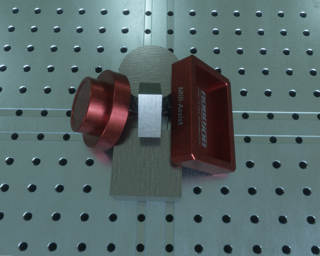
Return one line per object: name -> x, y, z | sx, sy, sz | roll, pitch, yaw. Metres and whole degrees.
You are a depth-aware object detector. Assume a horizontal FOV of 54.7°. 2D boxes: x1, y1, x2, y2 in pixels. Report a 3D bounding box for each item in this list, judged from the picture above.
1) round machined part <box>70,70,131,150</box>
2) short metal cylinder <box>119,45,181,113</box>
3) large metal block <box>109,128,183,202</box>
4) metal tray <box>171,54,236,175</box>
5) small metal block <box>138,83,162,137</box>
round machined part -> -0.077, -0.024, 0.377 | 0.042, 0.098, 0.098 | 14, 67, -31
short metal cylinder -> -0.012, -0.064, 0.421 | 0.081, 0.050, 0.080 | 0, 70, 0
large metal block -> -0.015, 0.047, 0.381 | 0.080, 0.050, 0.080 | 2, 70, 1
metal tray -> 0.055, -0.014, 0.384 | 0.030, 0.090, 0.130 | -17, 63, 40
small metal block -> -0.012, -0.022, 0.361 | 0.025, 0.050, 0.050 | 1, 112, -3
